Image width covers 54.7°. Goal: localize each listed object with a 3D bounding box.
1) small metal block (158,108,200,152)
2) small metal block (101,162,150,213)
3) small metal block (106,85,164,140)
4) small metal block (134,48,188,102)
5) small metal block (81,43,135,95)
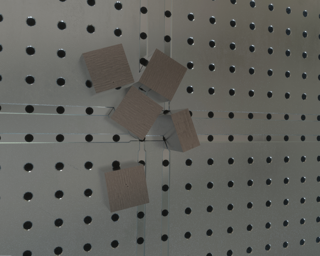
[{"bbox_3d":[0.023,0.003,0.409,0.025,0.050,0.050,-22,98,-19],"label":"small metal block"},{"bbox_3d":[-0.045,0.075,0.397,0.050,0.025,0.050,-10,94,-20],"label":"small metal block"},{"bbox_3d":[-0.032,-0.019,0.402,0.050,0.025,0.050,35,78,-17],"label":"small metal block"},{"bbox_3d":[0.001,-0.069,0.414,0.050,0.025,0.050,30,80,-18],"label":"small metal block"},{"bbox_3d":[-0.066,-0.073,0.389,0.050,0.025,0.050,-20,97,-19],"label":"small metal block"}]
